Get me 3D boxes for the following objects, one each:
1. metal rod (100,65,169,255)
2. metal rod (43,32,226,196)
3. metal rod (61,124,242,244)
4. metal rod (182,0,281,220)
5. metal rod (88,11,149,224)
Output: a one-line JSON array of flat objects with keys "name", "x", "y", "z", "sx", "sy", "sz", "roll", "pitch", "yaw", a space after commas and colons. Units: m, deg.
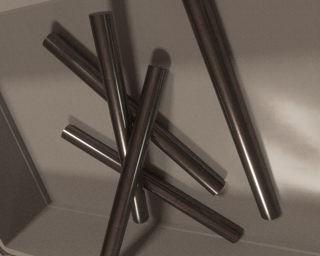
[{"name": "metal rod", "x": -0.040, "y": 0.068, "z": 0.399, "sx": 0.025, "sy": 0.025, "sz": 0.298, "roll": 19, "pitch": 103, "yaw": 16}, {"name": "metal rod", "x": -0.033, "y": -0.018, "z": 0.413, "sx": 0.300, "sy": 0.025, "sz": 0.025, "roll": 41, "pitch": 129, "yaw": -1}, {"name": "metal rod", "x": -0.018, "y": 0.080, "z": 0.465, "sx": 0.301, "sy": 0.025, "sz": 0.025, "roll": 30, "pitch": 128, "yaw": 8}, {"name": "metal rod", "x": 0.085, "y": -0.018, "z": 0.351, "sx": 0.025, "sy": 0.025, "sz": 0.299, "roll": -12, "pitch": 113, "yaw": 33}, {"name": "metal rod", "x": -0.046, "y": 0.007, "z": 0.402, "sx": 0.025, "sy": 0.025, "sz": 0.298, "roll": 7, "pitch": 121, "yaw": 24}]
